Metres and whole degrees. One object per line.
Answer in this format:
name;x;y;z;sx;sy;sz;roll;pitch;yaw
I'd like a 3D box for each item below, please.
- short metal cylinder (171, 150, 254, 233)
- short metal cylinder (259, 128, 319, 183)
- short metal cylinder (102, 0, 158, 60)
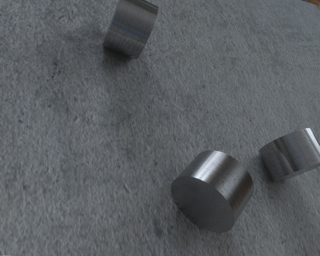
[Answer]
short metal cylinder;0.060;0.073;0.358;0.080;0.080;0.050;46;51;3
short metal cylinder;0.193;0.041;0.450;0.081;0.080;0.050;-7;65;-32
short metal cylinder;-0.042;-0.143;0.434;0.050;0.080;0.080;21;54;-17
